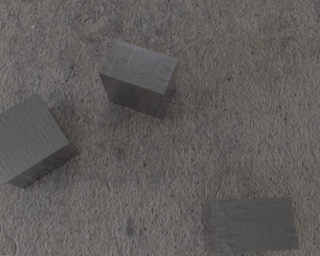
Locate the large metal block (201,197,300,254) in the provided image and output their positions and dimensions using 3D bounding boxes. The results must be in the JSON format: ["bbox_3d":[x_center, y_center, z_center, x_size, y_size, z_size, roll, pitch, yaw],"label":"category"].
[{"bbox_3d":[0.092,0.108,0.340,0.081,0.080,0.050,-2,70,-1],"label":"large metal block"}]

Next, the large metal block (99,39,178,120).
[{"bbox_3d":[-0.025,-0.059,0.400,0.080,0.080,0.050,19,71,7],"label":"large metal block"}]

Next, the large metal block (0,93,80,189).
[{"bbox_3d":[-0.162,0.017,0.387,0.080,0.050,0.080,-34,74,-12],"label":"large metal block"}]
